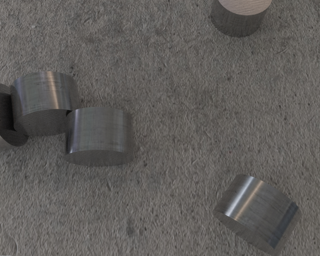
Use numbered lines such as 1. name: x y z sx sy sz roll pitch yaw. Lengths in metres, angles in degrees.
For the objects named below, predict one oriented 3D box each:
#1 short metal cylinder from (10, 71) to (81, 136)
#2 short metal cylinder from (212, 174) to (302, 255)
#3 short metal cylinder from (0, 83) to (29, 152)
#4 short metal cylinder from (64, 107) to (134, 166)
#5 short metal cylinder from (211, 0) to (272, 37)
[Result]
1. short metal cylinder: -0.141 -0.028 0.388 0.081 0.080 0.050 -13 71 -5
2. short metal cylinder: 0.106 0.096 0.344 0.080 0.080 0.050 35 74 12
3. short metal cylinder: -0.205 -0.009 0.376 0.050 0.080 0.080 -17 71 5
4. short metal cylinder: -0.072 0.013 0.373 0.081 0.080 0.050 -2 70 -1
5. short metal cylinder: 0.120 -0.184 0.463 0.081 0.050 0.080 0 70 0
